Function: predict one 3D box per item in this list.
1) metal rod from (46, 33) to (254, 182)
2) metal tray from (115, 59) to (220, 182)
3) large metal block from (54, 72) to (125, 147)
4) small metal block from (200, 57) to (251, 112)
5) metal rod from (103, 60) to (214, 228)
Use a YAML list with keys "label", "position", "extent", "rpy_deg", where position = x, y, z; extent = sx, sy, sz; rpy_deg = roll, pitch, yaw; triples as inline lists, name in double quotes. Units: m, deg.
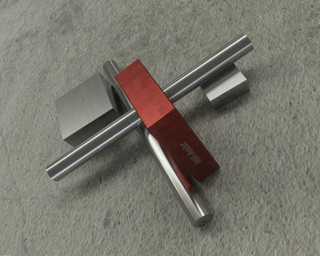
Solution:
- label: "metal rod"
  position: [-0.017, -0.023, 0.394]
  extent: [0.300, 0.025, 0.025]
  rpy_deg: [-34, 52, 5]
- label: "metal tray"
  position: [0.011, -0.004, 0.332]
  extent: [0.030, 0.130, 0.090]
  rpy_deg: [-37, 51, 4]
- label: "large metal block"
  position: [-0.099, -0.022, 0.451]
  extent: [0.080, 0.050, 0.080]
  rpy_deg: [-32, 52, 7]
- label: "small metal block"
  position: [0.079, -0.057, 0.398]
  extent: [0.050, 0.025, 0.050]
  rpy_deg: [-31, 52, 8]
- label: "metal rod"
  position: [-0.018, -0.002, 0.415]
  extent: [0.025, 0.025, 0.300]
  rpy_deg: [-36, 51, 4]
